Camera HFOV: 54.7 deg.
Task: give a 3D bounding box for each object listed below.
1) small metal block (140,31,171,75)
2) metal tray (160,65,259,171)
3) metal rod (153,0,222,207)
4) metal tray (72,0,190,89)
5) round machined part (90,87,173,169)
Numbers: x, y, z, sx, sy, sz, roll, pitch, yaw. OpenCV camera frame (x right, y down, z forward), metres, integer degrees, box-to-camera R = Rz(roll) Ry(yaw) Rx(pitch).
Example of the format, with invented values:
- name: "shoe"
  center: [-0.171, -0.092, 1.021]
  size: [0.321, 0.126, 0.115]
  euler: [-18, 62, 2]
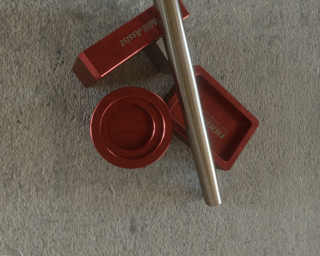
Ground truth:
- name: "small metal block"
  center: [0.006, -0.096, 0.395]
  size: [0.025, 0.050, 0.050]
  euler: [-44, 119, -12]
- name: "metal tray"
  center: [0.067, -0.013, 0.434]
  size: [0.130, 0.030, 0.090]
  euler: [40, 77, -16]
- name: "metal rod"
  center: [0.038, -0.021, 0.369]
  size: [0.025, 0.025, 0.298]
  euler: [-28, 121, -18]
- name: "metal tray"
  center: [-0.037, -0.099, 0.362]
  size: [0.131, 0.090, 0.030]
  euler: [-39, 103, -16]
- name: "round machined part"
  center: [-0.037, -0.001, 0.385]
  size: [0.099, 0.042, 0.097]
  euler: [-1, 93, -14]
